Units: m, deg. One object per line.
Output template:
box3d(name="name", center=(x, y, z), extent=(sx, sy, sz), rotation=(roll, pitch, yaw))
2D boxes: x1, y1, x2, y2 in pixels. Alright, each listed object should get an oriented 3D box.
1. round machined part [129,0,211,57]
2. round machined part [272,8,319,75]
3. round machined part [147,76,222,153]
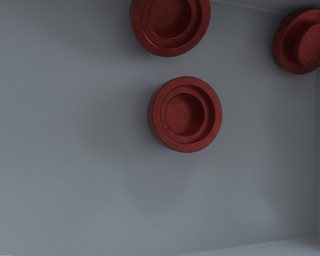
box3d(name="round machined part", center=(0.010, -0.143, 0.389), extent=(0.099, 0.042, 0.097), rotation=(-9, 128, -12))
box3d(name="round machined part", center=(0.223, -0.127, 0.464), extent=(0.099, 0.042, 0.097), rotation=(-8, 118, -15))
box3d(name="round machined part", center=(0.029, -0.017, 0.412), extent=(0.099, 0.042, 0.097), rotation=(0, 90, -20))
